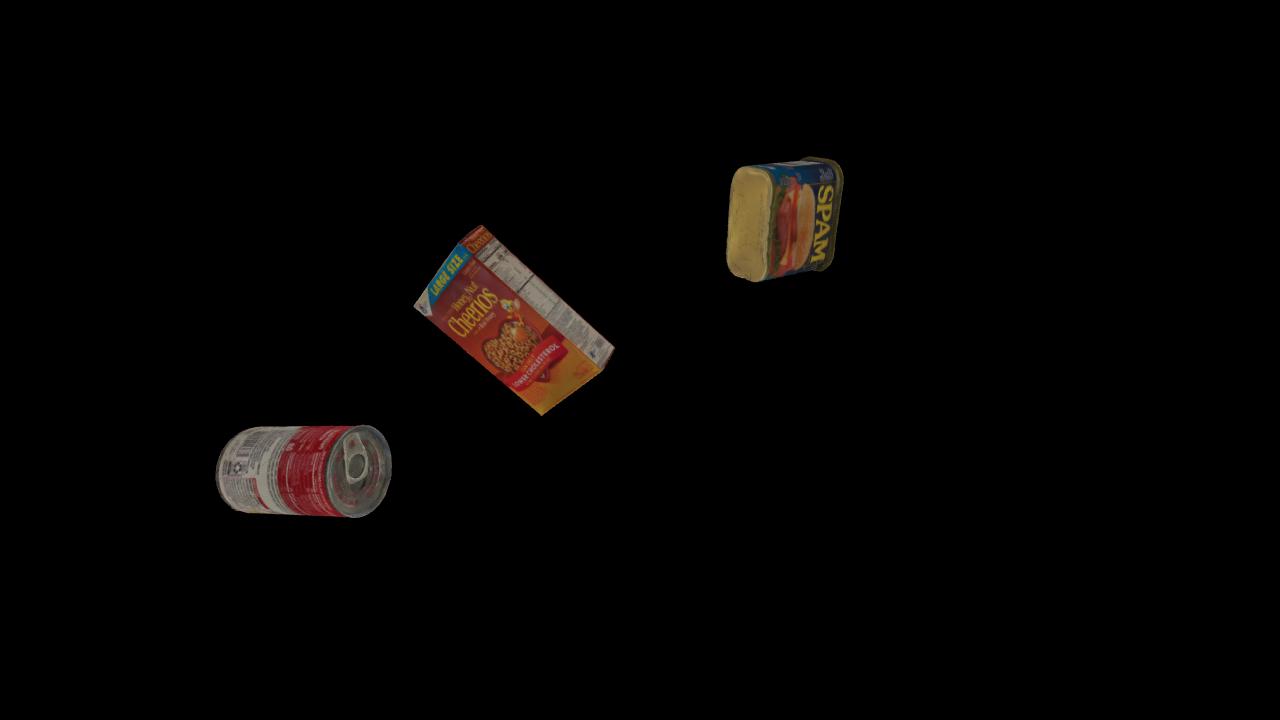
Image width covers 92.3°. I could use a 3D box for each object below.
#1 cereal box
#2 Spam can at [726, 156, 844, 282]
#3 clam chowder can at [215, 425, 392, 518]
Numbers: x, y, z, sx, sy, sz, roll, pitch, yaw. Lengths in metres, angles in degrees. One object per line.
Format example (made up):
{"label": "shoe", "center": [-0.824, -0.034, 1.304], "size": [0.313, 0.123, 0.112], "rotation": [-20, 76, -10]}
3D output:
{"label": "cereal box", "center": [-0.219, -0.057, 1.060], "size": [0.203, 0.306, 0.081], "rotation": [-35, 19, 42]}
{"label": "Spam can", "center": [0.126, -0.125, 0.548], "size": [0.085, 0.101, 0.058], "rotation": [-15, 28, -30]}
{"label": "clam chowder can", "center": [-0.252, 0.083, 0.463], "size": [0.102, 0.068, 0.068], "rotation": [-2, -1, 15]}
